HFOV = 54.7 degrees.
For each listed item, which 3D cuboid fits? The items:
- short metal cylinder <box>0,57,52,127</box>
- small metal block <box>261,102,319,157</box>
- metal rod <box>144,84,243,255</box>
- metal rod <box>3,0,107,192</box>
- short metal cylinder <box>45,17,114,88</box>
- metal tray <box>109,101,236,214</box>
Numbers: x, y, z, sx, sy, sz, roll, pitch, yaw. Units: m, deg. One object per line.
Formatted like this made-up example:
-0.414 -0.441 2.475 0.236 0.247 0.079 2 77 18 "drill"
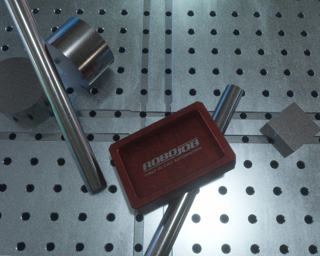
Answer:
-0.184 -0.047 0.413 0.081 0.050 0.080 0 70 0 "short metal cylinder"
0.174 0.002 0.413 0.050 0.025 0.050 -35 74 -12 "small metal block"
0.037 0.072 0.385 0.025 0.025 0.300 26 72 8 "metal rod"
-0.137 -0.062 0.381 0.025 0.025 0.299 -24 91 -9 "metal rod"
-0.109 -0.101 0.418 0.080 0.080 0.050 37 74 12 "short metal cylinder"
0.014 0.034 0.377 0.131 0.030 0.090 -27 61 -1 "metal tray"
